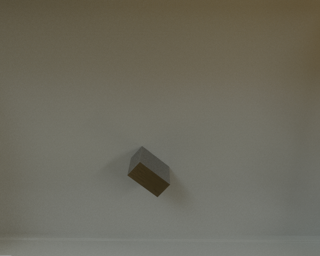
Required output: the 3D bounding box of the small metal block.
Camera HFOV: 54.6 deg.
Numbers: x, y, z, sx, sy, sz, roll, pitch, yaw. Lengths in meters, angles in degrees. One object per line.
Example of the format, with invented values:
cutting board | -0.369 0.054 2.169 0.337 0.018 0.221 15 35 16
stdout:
small metal block | -0.014 0.058 0.419 0.050 0.050 0.025 39 106 -13
